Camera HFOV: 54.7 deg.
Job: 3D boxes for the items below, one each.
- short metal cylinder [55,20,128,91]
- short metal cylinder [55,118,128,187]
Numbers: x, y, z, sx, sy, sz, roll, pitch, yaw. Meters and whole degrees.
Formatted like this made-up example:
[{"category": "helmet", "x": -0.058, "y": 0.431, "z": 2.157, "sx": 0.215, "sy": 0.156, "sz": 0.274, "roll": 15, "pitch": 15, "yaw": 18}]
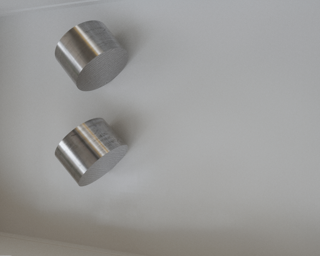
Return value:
[{"category": "short metal cylinder", "x": -0.090, "y": -0.094, "z": 0.412, "sx": 0.080, "sy": 0.080, "sz": 0.050, "roll": -42, "pitch": 77, "yaw": 15}, {"category": "short metal cylinder", "x": -0.090, "y": 0.032, "z": 0.412, "sx": 0.080, "sy": 0.080, "sz": 0.050, "roll": -46, "pitch": 76, "yaw": 14}]
